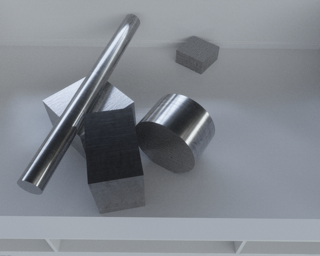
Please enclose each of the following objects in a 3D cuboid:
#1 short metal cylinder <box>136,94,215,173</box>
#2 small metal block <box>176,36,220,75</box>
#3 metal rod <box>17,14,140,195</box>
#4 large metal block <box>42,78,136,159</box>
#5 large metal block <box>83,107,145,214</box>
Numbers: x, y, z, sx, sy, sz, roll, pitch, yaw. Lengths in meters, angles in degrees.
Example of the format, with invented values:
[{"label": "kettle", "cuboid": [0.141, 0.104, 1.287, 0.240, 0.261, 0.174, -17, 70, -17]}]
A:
[{"label": "short metal cylinder", "cuboid": [0.017, 0.007, 0.364, 0.080, 0.080, 0.050, 26, 55, 19]}, {"label": "small metal block", "cuboid": [0.061, -0.120, 0.507, 0.050, 0.025, 0.050, 31, 56, 23]}, {"label": "metal rod", "cuboid": [-0.082, -0.054, 0.384, 0.025, 0.025, 0.300, 12, 51, 9]}, {"label": "large metal block", "cuboid": [-0.089, -0.017, 0.402, 0.080, 0.050, 0.080, -37, 59, -27]}, {"label": "large metal block", "cuboid": [-0.048, 0.037, 0.333, 0.050, 0.080, 0.080, -8, 56, -7]}]
